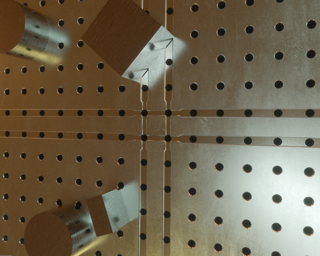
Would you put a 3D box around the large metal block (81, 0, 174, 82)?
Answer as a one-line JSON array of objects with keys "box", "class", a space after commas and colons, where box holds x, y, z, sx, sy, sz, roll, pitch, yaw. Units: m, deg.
[{"box": [-0.043, -0.121, 0.413, 0.080, 0.050, 0.080, 44, 103, 14], "class": "large metal block"}]

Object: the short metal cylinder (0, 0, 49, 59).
[{"box": [-0.220, -0.150, 0.475, 0.080, 0.050, 0.079, 0, 90, 19], "class": "short metal cylinder"}]

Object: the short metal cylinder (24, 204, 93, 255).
[{"box": [-0.146, 0.156, 0.449, 0.080, 0.050, 0.079, 0, 90, 19], "class": "short metal cylinder"}]

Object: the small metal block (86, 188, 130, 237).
[{"box": [-0.070, 0.113, 0.423, 0.025, 0.050, 0.050, -20, 84, 19], "class": "small metal block"}]
